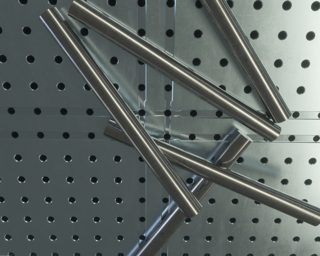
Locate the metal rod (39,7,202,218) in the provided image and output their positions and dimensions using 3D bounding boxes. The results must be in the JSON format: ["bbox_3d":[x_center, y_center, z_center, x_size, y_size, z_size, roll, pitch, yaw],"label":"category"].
[{"bbox_3d":[-0.044,-0.013,0.380,0.025,0.025,0.299,-35,97,11],"label":"metal rod"}]

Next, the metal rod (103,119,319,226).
[{"bbox_3d":[0.069,0.058,0.410,0.301,0.025,0.025,23,109,1],"label":"metal rod"}]

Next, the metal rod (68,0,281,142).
[{"bbox_3d":[0.027,-0.067,0.389,0.301,0.025,0.025,30,107,-11],"label":"metal rod"}]

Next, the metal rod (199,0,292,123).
[{"bbox_3d":[0.076,-0.128,0.367,0.025,0.025,0.300,-34,107,11],"label":"metal rod"}]

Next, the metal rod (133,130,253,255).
[{"bbox_3d":[0.030,0.126,0.460,0.025,0.025,0.299,33,106,-12],"label":"metal rod"}]
